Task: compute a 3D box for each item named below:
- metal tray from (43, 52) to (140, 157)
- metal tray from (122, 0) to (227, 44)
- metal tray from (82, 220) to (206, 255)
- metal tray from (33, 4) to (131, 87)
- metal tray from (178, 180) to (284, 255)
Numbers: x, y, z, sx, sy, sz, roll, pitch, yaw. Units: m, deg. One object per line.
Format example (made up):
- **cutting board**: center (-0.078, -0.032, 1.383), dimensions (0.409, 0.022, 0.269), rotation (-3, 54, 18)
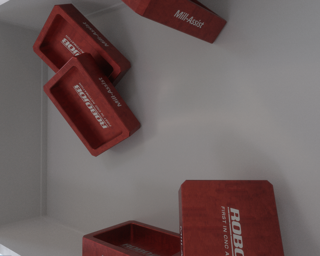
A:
- **metal tray**: center (-0.100, -0.031, 0.450), dimensions (0.090, 0.030, 0.130), rotation (-30, 98, 36)
- **metal tray**: center (0.004, -0.139, 0.335), dimensions (0.090, 0.131, 0.030), rotation (48, 119, 29)
- **metal tray**: center (-0.021, 0.152, 0.382), dimensions (0.130, 0.091, 0.030), rotation (1, 91, 40)
- **metal tray**: center (-0.118, -0.106, 0.462), dimensions (0.130, 0.030, 0.090), rotation (45, 123, -1)
- **metal tray**: center (0.066, 0.116, 0.289), dimensions (0.030, 0.091, 0.130), rotation (96, 174, -65)
